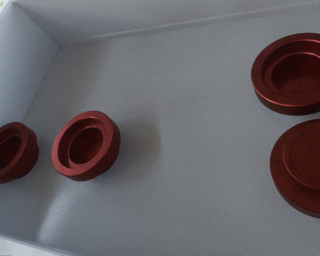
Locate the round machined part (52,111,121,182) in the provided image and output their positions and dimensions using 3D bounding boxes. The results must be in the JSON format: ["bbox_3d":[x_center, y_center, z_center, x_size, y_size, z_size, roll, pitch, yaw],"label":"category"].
[{"bbox_3d":[-0.097,0.028,0.429,0.098,0.042,0.098,-13,56,21],"label":"round machined part"}]

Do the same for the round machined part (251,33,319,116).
[{"bbox_3d":[0.156,-0.055,0.347,0.098,0.042,0.098,-13,56,21],"label":"round machined part"}]

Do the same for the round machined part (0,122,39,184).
[{"bbox_3d":[-0.234,0.042,0.492,0.098,0.042,0.098,-13,56,21],"label":"round machined part"}]

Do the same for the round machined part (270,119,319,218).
[{"bbox_3d":[0.155,0.033,0.293,0.098,0.042,0.098,-13,56,21],"label":"round machined part"}]
